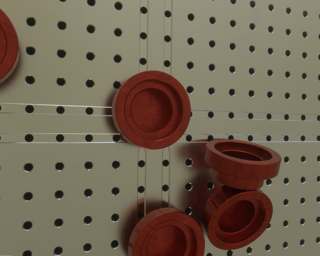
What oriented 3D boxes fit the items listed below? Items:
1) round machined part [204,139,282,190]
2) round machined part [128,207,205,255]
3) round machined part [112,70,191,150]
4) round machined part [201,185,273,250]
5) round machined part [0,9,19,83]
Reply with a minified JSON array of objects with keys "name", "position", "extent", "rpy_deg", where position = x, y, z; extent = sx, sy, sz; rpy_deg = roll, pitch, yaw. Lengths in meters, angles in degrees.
[{"name":"round machined part","position":[0.108,0.050,0.418],"extent":[0.099,0.098,0.042],"rpy_deg":[1,106,-20]},{"name":"round machined part","position":[0.006,0.153,0.407],"extent":[0.099,0.042,0.097],"rpy_deg":[0,90,-21]},{"name":"round machined part","position":[-0.013,-0.022,0.400],"extent":[0.099,0.042,0.097],"rpy_deg":[0,90,-21]},{"name":"round machined part","position":[0.102,0.117,0.431],"extent":[0.099,0.042,0.097],"rpy_deg":[-8,116,-16]},{"name":"round machined part","position":[-0.203,-0.087,0.328],"extent":[0.099,0.042,0.097],"rpy_deg":[0,90,-21]}]
